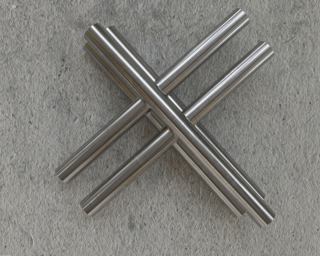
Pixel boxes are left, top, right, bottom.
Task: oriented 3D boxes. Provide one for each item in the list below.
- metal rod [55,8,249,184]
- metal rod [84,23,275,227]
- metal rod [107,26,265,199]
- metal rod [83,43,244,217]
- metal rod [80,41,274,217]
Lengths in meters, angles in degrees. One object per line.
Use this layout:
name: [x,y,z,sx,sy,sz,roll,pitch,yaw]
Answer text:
metal rod: [-0.009,-0.040,0.386,0.300,0.025,0.025,-42,91,-1]
metal rod: [0.023,-0.003,0.361,0.025,0.025,0.300,-43,91,0]
metal rod: [0.030,-0.015,0.411,0.025,0.025,0.300,-42,91,0]
metal rod: [0.009,-0.001,0.411,0.025,0.025,0.300,-42,91,0]
metal rod: [0.022,0.001,0.386,0.300,0.025,0.025,-42,91,-1]
